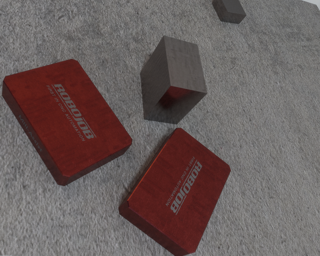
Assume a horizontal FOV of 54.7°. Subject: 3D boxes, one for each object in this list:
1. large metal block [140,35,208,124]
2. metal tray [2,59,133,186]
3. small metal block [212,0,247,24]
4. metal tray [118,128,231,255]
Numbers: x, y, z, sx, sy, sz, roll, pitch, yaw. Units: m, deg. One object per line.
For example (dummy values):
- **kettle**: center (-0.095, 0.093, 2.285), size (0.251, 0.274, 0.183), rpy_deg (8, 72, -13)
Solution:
- **large metal block**: center (0.014, -0.061, 0.415), size (0.050, 0.080, 0.080), rpy_deg (8, 58, -25)
- **metal tray**: center (-0.104, -0.011, 0.352), size (0.091, 0.030, 0.130), rpy_deg (-28, 77, -38)
- **small metal block**: center (0.141, -0.242, 0.630), size (0.050, 0.025, 0.050), rpy_deg (-4, 64, -30)
- **metal tray**: center (0.023, 0.072, 0.371), size (0.090, 0.030, 0.130), rpy_deg (38, 51, -3)
